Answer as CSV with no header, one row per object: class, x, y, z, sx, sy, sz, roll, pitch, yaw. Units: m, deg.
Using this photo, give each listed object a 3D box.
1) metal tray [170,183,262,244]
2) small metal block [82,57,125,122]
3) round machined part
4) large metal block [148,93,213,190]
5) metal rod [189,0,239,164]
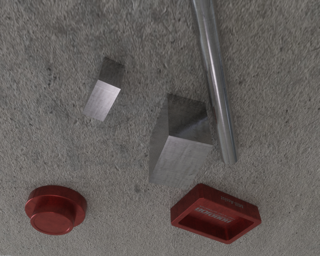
metal tray,0.095,0.151,0.533,0.131,0.030,0.090,25,126,-20
small metal block,-0.064,-0.044,0.352,0.025,0.050,0.050,22,127,-18
round machined part,-0.175,0.142,0.516,0.099,0.042,0.097,0,130,0
large metal block,0.022,0.017,0.385,0.050,0.080,0.079,13,129,-11
metal rod,0.062,-0.067,0.350,0.025,0.025,0.299,-12,130,10
